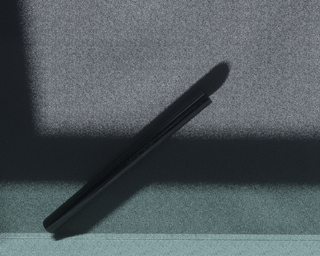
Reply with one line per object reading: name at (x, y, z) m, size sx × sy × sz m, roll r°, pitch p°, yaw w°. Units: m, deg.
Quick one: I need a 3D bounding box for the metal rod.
metal rod at (-0.053, 0.052, 0.429) m, size 0.300 × 0.025 × 0.025 m, roll -40°, pitch 106°, yaw 13°
